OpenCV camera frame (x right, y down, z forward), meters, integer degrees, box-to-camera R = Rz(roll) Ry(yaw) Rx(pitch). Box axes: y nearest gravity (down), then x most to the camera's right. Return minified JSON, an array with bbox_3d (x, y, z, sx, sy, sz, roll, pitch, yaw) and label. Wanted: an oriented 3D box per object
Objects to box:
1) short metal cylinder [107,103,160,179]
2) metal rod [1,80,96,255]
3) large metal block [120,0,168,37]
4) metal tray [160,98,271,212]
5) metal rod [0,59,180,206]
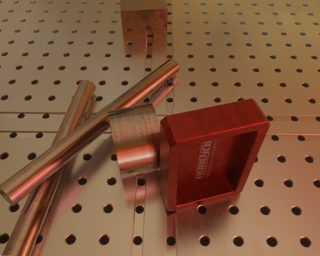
[{"bbox_3d":[-0.028,0.015,0.359,0.050,0.080,0.080,-12,51,-10],"label":"short metal cylinder"},{"bbox_3d":[-0.127,0.052,0.362,0.025,0.025,0.300,6,50,5],"label":"metal rod"},{"bbox_3d":[-0.031,-0.216,0.573,0.081,0.050,0.080,-5,50,-4],"label":"large metal block"},{"bbox_3d":[0.048,0.033,0.312,0.091,0.129,0.030,-12,51,-10],"label":"metal tray"},{"bbox_3d":[-0.067,-0.015,0.399,0.025,0.025,0.302,29,49,22],"label":"metal rod"}]
